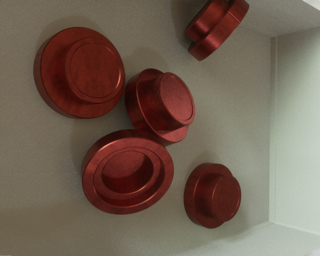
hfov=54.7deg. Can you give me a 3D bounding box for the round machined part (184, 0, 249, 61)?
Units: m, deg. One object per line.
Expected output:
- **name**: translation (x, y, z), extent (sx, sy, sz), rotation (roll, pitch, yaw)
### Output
- **round machined part**: translation (0.070, -0.142, 0.421), extent (0.042, 0.098, 0.098), rotation (39, 65, -12)

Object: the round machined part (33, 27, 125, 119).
- **round machined part**: translation (-0.078, -0.059, 0.330), extent (0.099, 0.042, 0.097), rotation (0, 90, -40)

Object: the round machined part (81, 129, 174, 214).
- **round machined part**: translation (-0.037, 0.044, 0.345), extent (0.099, 0.042, 0.097), rotation (-8, 117, -15)

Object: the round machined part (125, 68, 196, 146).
- **round machined part**: translation (0.007, -0.029, 0.379), extent (0.098, 0.042, 0.098), rotation (29, 49, -41)

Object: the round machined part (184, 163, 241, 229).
- **round machined part**: translation (0.085, 0.103, 0.467), extent (0.099, 0.042, 0.097), rotation (0, 90, -40)
